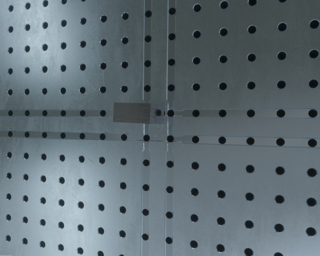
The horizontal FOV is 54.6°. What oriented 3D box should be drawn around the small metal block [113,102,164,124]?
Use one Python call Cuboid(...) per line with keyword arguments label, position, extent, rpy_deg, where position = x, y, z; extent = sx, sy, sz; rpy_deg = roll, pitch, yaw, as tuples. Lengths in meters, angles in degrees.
Cuboid(label="small metal block", position=(-0.027, -0.019, 0.409), extent=(0.050, 0.050, 0.025), rpy_deg=(3, 91, 20))
